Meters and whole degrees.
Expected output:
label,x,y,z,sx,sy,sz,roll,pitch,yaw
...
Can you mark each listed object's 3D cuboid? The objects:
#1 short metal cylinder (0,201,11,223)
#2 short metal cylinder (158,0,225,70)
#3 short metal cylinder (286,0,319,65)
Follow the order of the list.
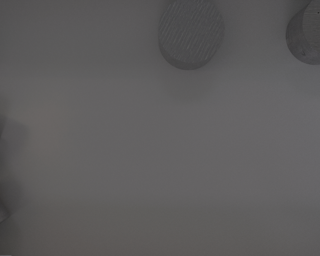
label,x,y,z,sx,sy,sz,roll,pitch,yaw
short metal cylinder,-0.237,0.113,0.382,0.080,0.080,0.050,-33,90,0
short metal cylinder,0.038,-0.119,0.399,0.081,0.050,0.080,0,90,0
short metal cylinder,0.213,-0.126,0.400,0.081,0.050,0.080,0,90,0
